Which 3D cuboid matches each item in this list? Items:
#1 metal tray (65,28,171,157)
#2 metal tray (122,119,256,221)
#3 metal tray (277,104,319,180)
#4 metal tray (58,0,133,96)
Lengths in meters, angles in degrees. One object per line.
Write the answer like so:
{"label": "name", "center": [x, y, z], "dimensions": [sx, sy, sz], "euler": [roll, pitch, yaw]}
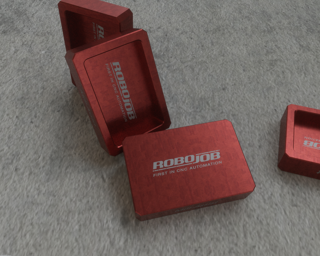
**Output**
{"label": "metal tray", "center": [-0.044, -0.042, 0.369], "dimensions": [0.091, 0.129, 0.030], "euler": [-28, 30, -22]}
{"label": "metal tray", "center": [0.029, 0.045, 0.351], "dimensions": [0.131, 0.030, 0.090], "euler": [-10, 63, -9]}
{"label": "metal tray", "center": [0.219, 0.023, 0.382], "dimensions": [0.131, 0.030, 0.090], "euler": [13, 51, 10]}
{"label": "metal tray", "center": [-0.082, -0.103, 0.419], "dimensions": [0.090, 0.129, 0.030], "euler": [21, 47, 16]}
